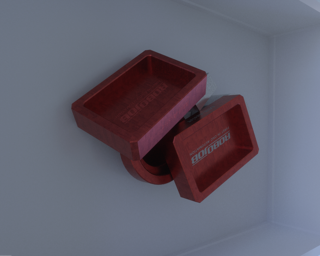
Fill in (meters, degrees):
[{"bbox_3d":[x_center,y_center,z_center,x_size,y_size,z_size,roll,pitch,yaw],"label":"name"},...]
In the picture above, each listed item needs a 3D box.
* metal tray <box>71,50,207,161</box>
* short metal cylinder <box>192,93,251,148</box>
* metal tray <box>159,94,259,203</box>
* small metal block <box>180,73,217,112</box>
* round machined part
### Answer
[{"bbox_3d":[-0.019,-0.033,0.346,0.131,0.090,0.030,-44,149,-32],"label":"metal tray"},{"bbox_3d":[0.093,-0.011,0.468,0.081,0.050,0.079,0,90,-40],"label":"short metal cylinder"},{"bbox_3d":[0.068,0.022,0.398,0.131,0.030,0.090,-31,109,-31],"label":"metal tray"},{"bbox_3d":[0.042,-0.048,0.425,0.050,0.050,0.025,-51,121,-29],"label":"small metal block"},{"bbox_3d":[-0.010,0.020,0.389,0.099,0.042,0.097,0,90,-40],"label":"round machined part"}]
